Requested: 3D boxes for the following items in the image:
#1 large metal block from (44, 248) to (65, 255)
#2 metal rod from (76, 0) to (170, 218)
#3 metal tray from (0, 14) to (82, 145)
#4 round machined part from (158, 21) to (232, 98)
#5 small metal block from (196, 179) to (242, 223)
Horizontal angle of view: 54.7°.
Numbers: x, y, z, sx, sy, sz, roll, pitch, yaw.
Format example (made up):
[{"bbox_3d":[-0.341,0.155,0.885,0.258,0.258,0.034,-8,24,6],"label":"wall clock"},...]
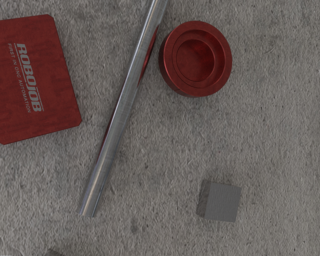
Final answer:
[{"bbox_3d":[-0.115,0.200,0.354,0.080,0.050,0.080,36,78,-17],"label":"large metal block"},{"bbox_3d":[-0.043,-0.037,0.393,0.025,0.025,0.299,20,83,-19],"label":"metal rod"},{"bbox_3d":[-0.151,-0.055,0.351,0.091,0.030,0.129,-16,96,-20],"label":"metal tray"},{"bbox_3d":[0.044,-0.089,0.416,0.099,0.042,0.097,0,90,-20],"label":"round machined part"},{"bbox_3d":[0.084,0.104,0.440,0.050,0.025,0.050,13,86,-20],"label":"small metal block"}]
